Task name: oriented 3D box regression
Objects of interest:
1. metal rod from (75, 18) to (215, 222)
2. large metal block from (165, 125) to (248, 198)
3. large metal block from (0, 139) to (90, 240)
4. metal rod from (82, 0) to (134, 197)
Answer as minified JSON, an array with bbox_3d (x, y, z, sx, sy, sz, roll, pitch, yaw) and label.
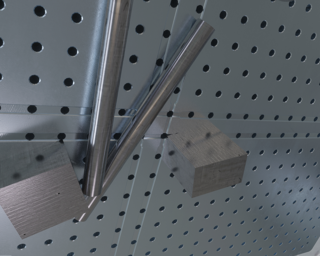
[{"bbox_3d":[-0.028,-0.001,0.395,0.025,0.025,0.299,26,104,-37],"label":"metal rod"},{"bbox_3d":[0.062,0.044,0.437,0.081,0.080,0.050,-12,124,-22],"label":"large metal block"},{"bbox_3d":[-0.138,0.071,0.364,0.081,0.050,0.079,-20,126,-16],"label":"large metal block"},{"bbox_3d":[-0.055,-0.056,0.334,0.025,0.025,0.298,0,115,-29],"label":"metal rod"}]
